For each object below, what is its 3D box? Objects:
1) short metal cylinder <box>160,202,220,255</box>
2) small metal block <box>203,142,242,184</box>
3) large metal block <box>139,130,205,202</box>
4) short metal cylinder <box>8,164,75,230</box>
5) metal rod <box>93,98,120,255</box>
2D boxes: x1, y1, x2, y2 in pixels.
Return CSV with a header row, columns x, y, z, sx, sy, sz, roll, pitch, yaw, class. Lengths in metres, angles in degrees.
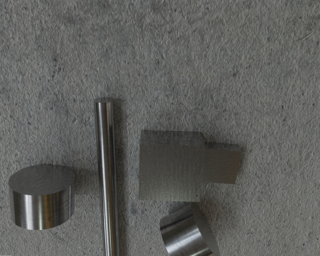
x,y,z,sx,sy,sz,roll,pitch,yaw,class
0.042,0.153,0.438,0.050,0.080,0.080,-30,108,10,short metal cylinder
0.081,0.048,0.429,0.050,0.025,0.050,5,110,-2,small metal block
0.014,0.050,0.415,0.081,0.050,0.079,2,110,-1,large metal block
-0.155,0.089,0.411,0.081,0.080,0.050,5,110,-3,short metal cylinder
-0.074,0.104,0.447,0.025,0.025,0.298,0,110,-1,metal rod
